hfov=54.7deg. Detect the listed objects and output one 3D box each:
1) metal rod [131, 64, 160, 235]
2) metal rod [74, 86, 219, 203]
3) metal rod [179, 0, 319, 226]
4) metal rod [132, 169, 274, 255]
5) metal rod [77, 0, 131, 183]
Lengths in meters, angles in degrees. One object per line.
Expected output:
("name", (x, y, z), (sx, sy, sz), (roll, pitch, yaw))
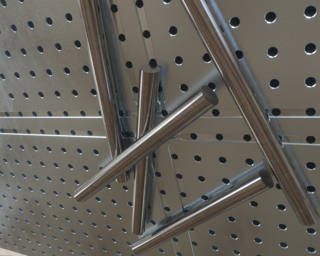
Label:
("metal rod", (-0.025, 0.052, 0.454), (0.025, 0.025, 0.298), (18, 126, 17))
("metal rod", (-0.039, 0.038, 0.419), (0.025, 0.025, 0.299), (47, 128, -5))
("metal rod", (0.107, -0.012, 0.346), (0.025, 0.025, 0.299), (-22, 107, 36))
("metal rod", (0.045, 0.141, 0.473), (0.025, 0.025, 0.299), (45, 129, -3))
("metal rod", (-0.073, -0.051, 0.416), (0.025, 0.025, 0.298), (8, 122, 24))
